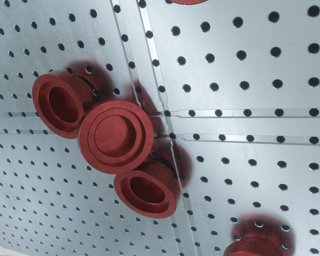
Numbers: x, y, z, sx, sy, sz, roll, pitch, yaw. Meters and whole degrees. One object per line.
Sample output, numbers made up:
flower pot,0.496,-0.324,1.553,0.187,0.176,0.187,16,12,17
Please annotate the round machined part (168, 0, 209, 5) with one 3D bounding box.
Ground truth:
round machined part,0.031,-0.166,0.281,0.098,0.042,0.097,13,124,21

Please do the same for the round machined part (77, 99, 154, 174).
round machined part,-0.061,0.009,0.416,0.098,0.098,0.042,64,164,-17

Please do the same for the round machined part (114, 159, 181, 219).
round machined part,-0.015,0.084,0.456,0.098,0.042,0.097,14,131,17

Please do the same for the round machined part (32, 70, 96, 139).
round machined part,-0.131,-0.036,0.445,0.098,0.042,0.097,15,124,24

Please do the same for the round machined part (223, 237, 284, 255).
round machined part,0.141,0.199,0.449,0.098,0.042,0.097,13,124,21
